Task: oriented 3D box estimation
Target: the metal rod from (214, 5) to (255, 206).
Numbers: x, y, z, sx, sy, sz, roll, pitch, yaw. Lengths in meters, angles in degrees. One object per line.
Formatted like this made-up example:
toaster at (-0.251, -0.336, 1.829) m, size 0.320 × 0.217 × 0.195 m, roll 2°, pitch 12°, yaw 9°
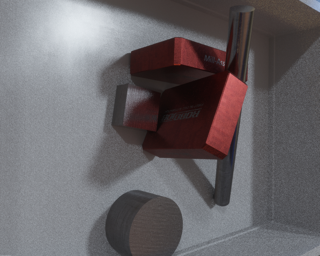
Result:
metal rod at (0.091, -0.003, 0.406) m, size 0.025 × 0.025 × 0.298 m, roll -35°, pitch 137°, yaw -35°

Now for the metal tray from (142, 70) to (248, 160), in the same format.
metal tray at (0.035, -0.010, 0.368) m, size 0.030 × 0.130 × 0.090 m, roll 29°, pitch 72°, yaw -27°

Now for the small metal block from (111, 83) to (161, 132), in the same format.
small metal block at (-0.029, -0.024, 0.384) m, size 0.050 × 0.025 × 0.050 m, roll 11°, pitch 83°, yaw -40°

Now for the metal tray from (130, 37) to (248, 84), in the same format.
metal tray at (0.039, -0.078, 0.398) m, size 0.131 × 0.090 × 0.030 m, roll 3°, pitch 88°, yaw -40°

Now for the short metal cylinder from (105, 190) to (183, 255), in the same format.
short metal cylinder at (-0.018, 0.120, 0.377) m, size 0.081 × 0.050 × 0.079 m, roll 0°, pitch 90°, yaw -40°
